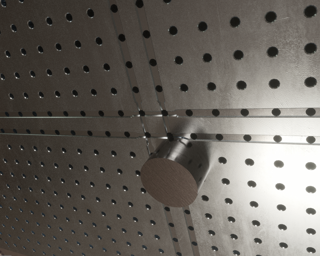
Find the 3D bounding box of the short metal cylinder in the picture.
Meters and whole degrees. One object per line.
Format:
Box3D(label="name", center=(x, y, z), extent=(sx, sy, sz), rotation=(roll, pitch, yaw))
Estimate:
Box3D(label="short metal cylinder", center=(0.021, 0.060, 0.420), extent=(0.080, 0.050, 0.079), rotation=(13, 124, 20))
